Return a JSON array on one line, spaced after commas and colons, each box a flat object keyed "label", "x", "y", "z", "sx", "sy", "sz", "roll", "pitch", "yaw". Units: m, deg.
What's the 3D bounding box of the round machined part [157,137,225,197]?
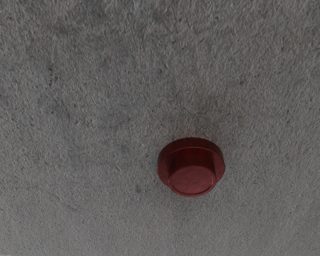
[{"label": "round machined part", "x": 0.045, "y": 0.063, "z": 0.450, "sx": 0.099, "sy": 0.042, "sz": 0.097, "roll": 0, "pitch": 130, "yaw": 0}]
